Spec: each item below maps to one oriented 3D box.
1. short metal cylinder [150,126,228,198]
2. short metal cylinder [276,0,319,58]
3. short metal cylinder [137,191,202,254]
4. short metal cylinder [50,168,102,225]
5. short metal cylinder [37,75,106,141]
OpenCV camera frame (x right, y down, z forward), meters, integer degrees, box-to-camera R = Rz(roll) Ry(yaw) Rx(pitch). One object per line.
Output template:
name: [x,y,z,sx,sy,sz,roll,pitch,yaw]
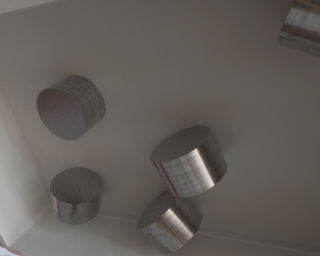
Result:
short metal cylinder: [0.035,0.039,0.379,0.080,0.080,0.050,-16,110,34]
short metal cylinder: [0.133,-0.097,0.243,0.050,0.080,0.079,25,127,13]
short metal cylinder: [0.014,0.132,0.447,0.050,0.080,0.080,49,129,-7]
short metal cylinder: [-0.138,0.112,0.515,0.080,0.080,0.050,21,126,15]
short metal cylinder: [-0.125,-0.029,0.441,0.080,0.050,0.079,13,124,21]
